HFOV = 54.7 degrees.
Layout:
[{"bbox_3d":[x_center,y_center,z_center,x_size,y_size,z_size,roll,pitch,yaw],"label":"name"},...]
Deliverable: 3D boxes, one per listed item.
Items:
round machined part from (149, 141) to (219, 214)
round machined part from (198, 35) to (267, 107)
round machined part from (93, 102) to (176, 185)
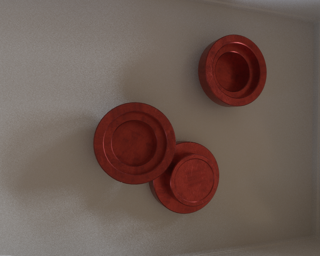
[{"bbox_3d":[0.038,0.067,0.417,0.099,0.042,0.097,0,90,-21],"label":"round machined part"},{"bbox_3d":[0.098,-0.078,0.439,0.099,0.042,0.097,0,90,-21],"label":"round machined part"},{"bbox_3d":[-0.033,0.019,0.386,0.099,0.042,0.097,1,86,-14],"label":"round machined part"}]
